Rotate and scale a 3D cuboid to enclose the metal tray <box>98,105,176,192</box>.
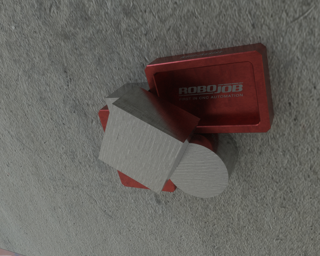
[{"bbox_3d":[-0.025,0.026,0.436,0.090,0.030,0.129,1,119,28],"label":"metal tray"}]

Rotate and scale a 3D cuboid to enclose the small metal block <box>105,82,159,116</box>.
[{"bbox_3d":[-0.031,-0.037,0.386,0.050,0.050,0.025,1,119,28],"label":"small metal block"}]

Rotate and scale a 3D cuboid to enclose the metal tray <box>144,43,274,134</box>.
[{"bbox_3d":[0.055,-0.040,0.351,0.130,0.030,0.089,-2,118,29],"label":"metal tray"}]

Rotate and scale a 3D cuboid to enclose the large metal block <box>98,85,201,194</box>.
[{"bbox_3d":[-0.014,0.013,0.341,0.080,0.050,0.079,29,128,10],"label":"large metal block"}]

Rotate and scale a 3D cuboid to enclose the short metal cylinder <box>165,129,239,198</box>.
[{"bbox_3d":[0.053,0.040,0.389,0.080,0.050,0.079,14,124,21],"label":"short metal cylinder"}]
